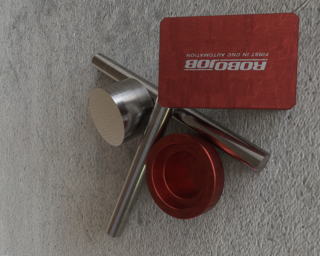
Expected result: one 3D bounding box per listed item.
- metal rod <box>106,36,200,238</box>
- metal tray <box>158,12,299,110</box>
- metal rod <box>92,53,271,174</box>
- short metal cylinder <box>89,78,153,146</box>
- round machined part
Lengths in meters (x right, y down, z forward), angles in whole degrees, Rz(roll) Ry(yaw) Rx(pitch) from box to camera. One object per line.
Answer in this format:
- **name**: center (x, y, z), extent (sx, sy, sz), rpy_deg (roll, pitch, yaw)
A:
- **metal rod**: center (-0.017, 0.030, 0.398), extent (0.025, 0.025, 0.298), rpy_deg (40, 121, 32)
- **metal tray**: center (0.066, -0.064, 0.312), extent (0.131, 0.030, 0.089), rpy_deg (2, 92, 12)
- **metal rod**: center (0.005, -0.035, 0.403), extent (0.300, 0.025, 0.025), rpy_deg (35, 112, 34)
- **short metal cylinder**: center (-0.051, -0.022, 0.415), extent (0.080, 0.050, 0.079), rpy_deg (29, 132, 40)
- **round machined part**: center (0.033, 0.055, 0.368), extent (0.098, 0.042, 0.097), rpy_deg (0, 90, 40)
